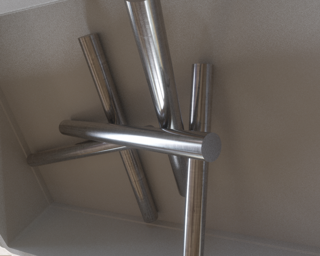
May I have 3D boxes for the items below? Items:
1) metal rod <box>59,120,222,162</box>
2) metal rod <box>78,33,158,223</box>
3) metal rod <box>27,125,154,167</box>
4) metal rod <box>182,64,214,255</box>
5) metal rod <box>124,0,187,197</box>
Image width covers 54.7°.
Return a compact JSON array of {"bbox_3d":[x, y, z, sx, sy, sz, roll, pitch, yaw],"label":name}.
[{"bbox_3d":[-0.052,0.008,0.373,0.300,0.025,0.025,5,123,50],"label":"metal rod"},{"bbox_3d":[-0.052,0.016,0.446,0.025,0.025,0.298,-2,118,29],"label":"metal rod"},{"bbox_3d":[-0.122,0.034,0.471,0.300,0.025,0.025,-13,112,41],"label":"metal rod"},{"bbox_3d":[0.042,0.078,0.357,0.025,0.025,0.298,5,96,26],"label":"metal rod"},{"bbox_3d":[0.012,-0.003,0.330,0.025,0.025,0.299,13,146,21],"label":"metal rod"}]
